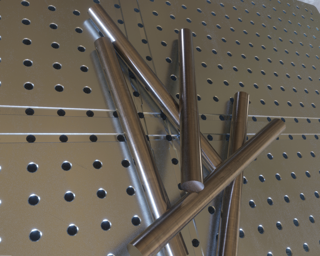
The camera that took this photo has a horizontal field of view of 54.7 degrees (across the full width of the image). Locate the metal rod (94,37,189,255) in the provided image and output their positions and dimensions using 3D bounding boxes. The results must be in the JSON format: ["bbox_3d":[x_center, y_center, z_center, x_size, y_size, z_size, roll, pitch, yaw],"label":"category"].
[{"bbox_3d":[-0.031,0.010,0.386,0.025,0.025,0.299,-8,66,-32],"label":"metal rod"}]

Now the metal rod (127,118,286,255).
[{"bbox_3d":[0.079,0.058,0.383,0.302,0.025,0.025,-31,79,-38],"label":"metal rod"}]

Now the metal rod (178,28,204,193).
[{"bbox_3d":[0.039,-0.049,0.432,0.025,0.025,0.300,19,46,-18],"label":"metal rod"}]

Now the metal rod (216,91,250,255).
[{"bbox_3d":[0.102,0.064,0.426,0.025,0.025,0.300,26,52,-13],"label":"metal rod"}]

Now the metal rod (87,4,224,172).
[{"bbox_3d":[-0.008,-0.058,0.440,0.025,0.025,0.299,-30,79,-38],"label":"metal rod"}]
